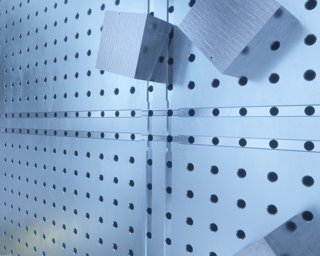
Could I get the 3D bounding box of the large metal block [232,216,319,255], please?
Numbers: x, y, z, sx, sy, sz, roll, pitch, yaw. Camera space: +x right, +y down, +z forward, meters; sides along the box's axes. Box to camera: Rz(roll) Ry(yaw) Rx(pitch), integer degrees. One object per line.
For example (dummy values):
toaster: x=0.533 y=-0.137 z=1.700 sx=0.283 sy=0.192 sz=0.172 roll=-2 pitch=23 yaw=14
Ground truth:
large metal block: x=0.099 y=0.134 z=0.292 sx=0.080 sy=0.081 sz=0.050 roll=-48 pitch=62 yaw=29

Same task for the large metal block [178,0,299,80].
large metal block: x=0.080 y=-0.111 z=0.328 sx=0.080 sy=0.050 sz=0.080 roll=-50 pitch=60 yaw=28

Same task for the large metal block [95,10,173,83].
large metal block: x=-0.037 y=-0.111 z=0.425 sx=0.080 sy=0.050 sz=0.080 roll=21 pitch=103 yaw=38
